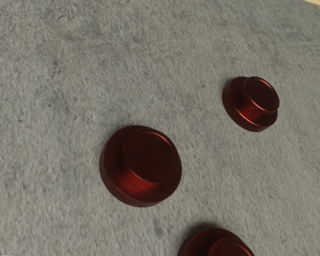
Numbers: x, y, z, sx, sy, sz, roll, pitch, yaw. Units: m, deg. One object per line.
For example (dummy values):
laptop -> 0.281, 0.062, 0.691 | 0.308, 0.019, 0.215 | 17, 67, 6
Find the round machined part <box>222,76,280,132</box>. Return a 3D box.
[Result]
round machined part -> 0.155, -0.046, 0.507 | 0.099, 0.042, 0.098 | 14, 56, -21

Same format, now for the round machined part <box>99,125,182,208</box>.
round machined part -> -0.017, 0.039, 0.361 | 0.099, 0.042, 0.098 | 14, 56, -21

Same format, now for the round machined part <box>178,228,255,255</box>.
round machined part -> 0.069, 0.158, 0.336 | 0.099, 0.042, 0.098 | 14, 56, -21
